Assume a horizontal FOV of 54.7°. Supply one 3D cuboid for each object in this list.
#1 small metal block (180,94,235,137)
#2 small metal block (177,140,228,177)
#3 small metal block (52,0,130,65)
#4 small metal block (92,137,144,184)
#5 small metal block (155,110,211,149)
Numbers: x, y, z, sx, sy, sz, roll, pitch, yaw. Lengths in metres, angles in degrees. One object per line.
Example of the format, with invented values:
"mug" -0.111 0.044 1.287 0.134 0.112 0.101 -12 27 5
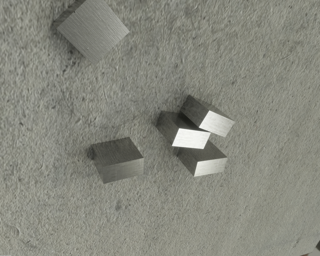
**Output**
"small metal block" 0.063 -0.016 0.415 0.050 0.050 0.025 19 108 -36
"small metal block" 0.061 0.042 0.450 0.050 0.050 0.025 -5 121 -26
"small metal block" -0.068 -0.100 0.308 0.050 0.025 0.050 -43 130 1
"small metal block" -0.053 0.039 0.385 0.050 0.050 0.025 -11 123 -23
"small metal block" 0.030 0.002 0.408 0.050 0.050 0.025 8 115 -32
